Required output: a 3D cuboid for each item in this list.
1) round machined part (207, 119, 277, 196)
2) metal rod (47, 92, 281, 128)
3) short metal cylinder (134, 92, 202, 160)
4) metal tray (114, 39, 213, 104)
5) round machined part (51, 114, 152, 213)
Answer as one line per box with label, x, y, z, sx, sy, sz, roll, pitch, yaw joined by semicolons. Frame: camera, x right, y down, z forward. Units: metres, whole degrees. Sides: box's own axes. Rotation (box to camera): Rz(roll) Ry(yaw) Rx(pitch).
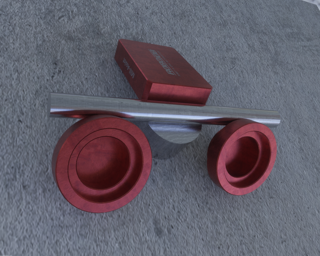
round machined part;0.102;0.035;0.407;0.099;0.042;0.097;-8;108;-26
metal rod;0.027;-0.018;0.369;0.303;0.025;0.025;2;61;-28
short metal cylinder;0.006;-0.005;0.398;0.081;0.050;0.080;14;56;-21
metal tray;0.000;-0.075;0.415;0.091;0.030;0.130;2;35;-28
round machined part;-0.061;0.034;0.321;0.099;0.042;0.097;-6;103;-28
